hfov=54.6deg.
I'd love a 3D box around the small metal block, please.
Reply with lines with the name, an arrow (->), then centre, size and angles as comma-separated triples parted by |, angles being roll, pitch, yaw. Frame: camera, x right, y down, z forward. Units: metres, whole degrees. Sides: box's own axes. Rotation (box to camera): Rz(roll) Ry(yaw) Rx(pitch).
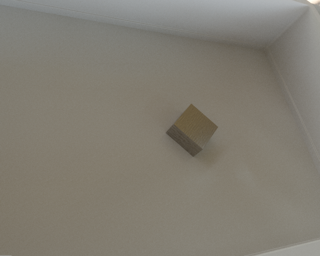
small metal block -> 0.045, 0.003, 0.427 | 0.050, 0.025, 0.050 | 41, 51, 0
